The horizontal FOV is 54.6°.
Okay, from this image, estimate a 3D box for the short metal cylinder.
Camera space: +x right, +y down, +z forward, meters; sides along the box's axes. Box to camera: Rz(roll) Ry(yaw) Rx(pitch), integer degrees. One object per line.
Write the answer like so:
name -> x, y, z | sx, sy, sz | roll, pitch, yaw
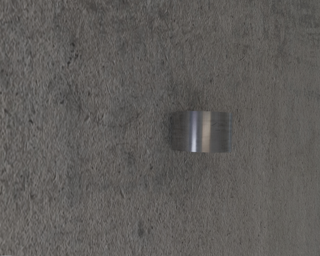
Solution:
short metal cylinder -> 0.056, 0.005, 0.415 | 0.081, 0.080, 0.050 | 3, 89, -40
